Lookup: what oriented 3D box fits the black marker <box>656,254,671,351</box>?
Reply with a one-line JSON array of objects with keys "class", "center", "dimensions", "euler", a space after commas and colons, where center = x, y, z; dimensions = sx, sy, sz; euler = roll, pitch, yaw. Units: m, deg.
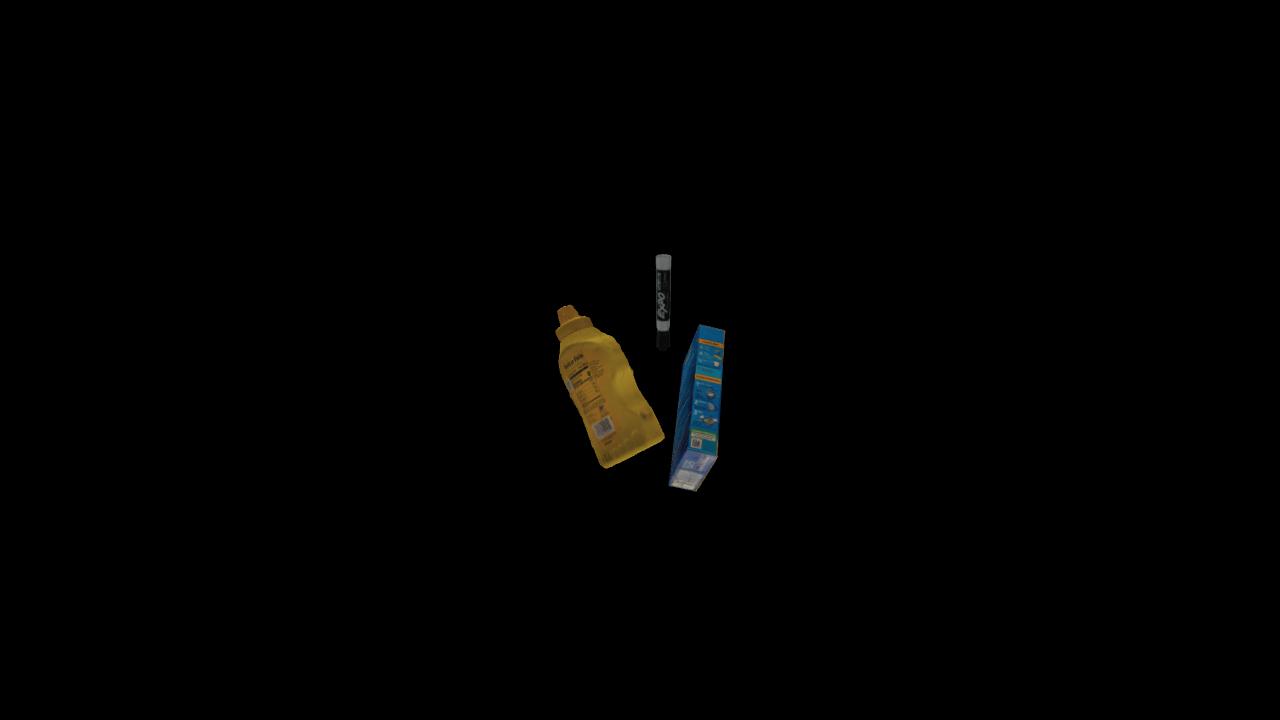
[{"class": "black marker", "center": [0.029, -0.068, 0.751], "dimensions": [0.020, 0.121, 0.020], "euler": [0, 22, 0]}]

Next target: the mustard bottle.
[{"class": "mustard bottle", "center": [-0.046, 0.022, 0.679], "dimensions": [0.054, 0.184, 0.092], "euler": [-19, -11, -40]}]

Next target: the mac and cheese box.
[{"class": "mac and cheese box", "center": [0.070, 0.056, 0.744], "dimensions": [0.041, 0.184, 0.093], "euler": [12, -38, -3]}]
